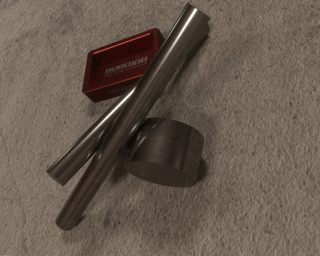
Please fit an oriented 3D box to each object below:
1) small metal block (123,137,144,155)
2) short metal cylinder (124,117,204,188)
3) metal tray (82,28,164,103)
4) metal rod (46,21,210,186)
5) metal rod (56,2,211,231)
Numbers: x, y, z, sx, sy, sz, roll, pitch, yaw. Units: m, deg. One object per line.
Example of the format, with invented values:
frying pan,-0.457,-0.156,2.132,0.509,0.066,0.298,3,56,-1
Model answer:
small metal block,-0.043,0.018,0.398,0.050,0.050,0.025,17,70,34
short metal cylinder,0.005,0.030,0.347,0.080,0.080,0.050,0,62,28
metal tray,-0.056,-0.098,0.487,0.130,0.030,0.090,-13,56,20
metal rod,-0.024,-0.048,0.397,0.025,0.025,0.301,21,58,35
metal rod,-0.043,0.007,0.336,0.298,0.025,0.025,-55,47,23
